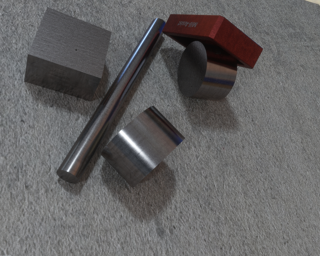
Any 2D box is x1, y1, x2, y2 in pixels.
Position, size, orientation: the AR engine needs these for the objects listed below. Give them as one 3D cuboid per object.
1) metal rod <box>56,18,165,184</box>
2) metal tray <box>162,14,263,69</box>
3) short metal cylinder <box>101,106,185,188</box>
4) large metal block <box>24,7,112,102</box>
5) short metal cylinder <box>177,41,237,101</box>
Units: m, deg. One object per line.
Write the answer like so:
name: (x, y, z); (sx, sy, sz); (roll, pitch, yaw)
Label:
metal rod: (-0.049, -0.058, 0.412); (0.025, 0.025, 0.300); (30, 52, -9)
metal tray: (0.072, -0.128, 0.450); (0.090, 0.130, 0.030); (23, 96, -34)
short metal cylinder: (-0.018, 0.021, 0.346); (0.050, 0.080, 0.080); (46, 51, 4)
large metal block: (-0.111, -0.089, 0.382); (0.081, 0.050, 0.080); (17, 55, -19)
short metal cylinder: (0.067, -0.083, 0.455); (0.050, 0.080, 0.080); (5, 60, -26)
